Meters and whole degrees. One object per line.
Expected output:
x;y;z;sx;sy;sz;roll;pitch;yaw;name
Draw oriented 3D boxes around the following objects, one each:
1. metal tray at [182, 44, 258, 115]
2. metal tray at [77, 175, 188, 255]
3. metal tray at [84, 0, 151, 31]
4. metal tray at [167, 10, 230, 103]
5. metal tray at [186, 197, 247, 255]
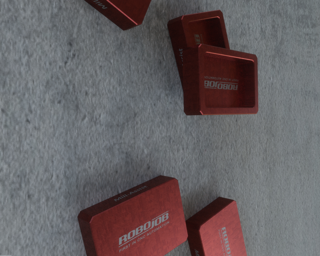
0.089;-0.064;0.438;0.131;0.030;0.089;-3;92;-40;metal tray
-0.027;0.122;0.381;0.131;0.030;0.089;-18;102;-39;metal tray
-0.064;-0.186;0.349;0.131;0.030;0.090;30;71;-36;metal tray
0.067;-0.102;0.459;0.091;0.030;0.129;-25;106;-38;metal tray
0.091;0.186;0.481;0.091;0.030;0.129;-23;105;-38;metal tray
